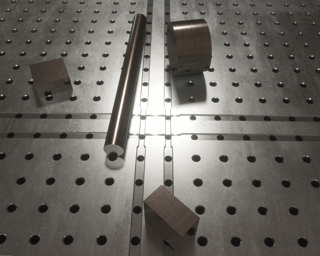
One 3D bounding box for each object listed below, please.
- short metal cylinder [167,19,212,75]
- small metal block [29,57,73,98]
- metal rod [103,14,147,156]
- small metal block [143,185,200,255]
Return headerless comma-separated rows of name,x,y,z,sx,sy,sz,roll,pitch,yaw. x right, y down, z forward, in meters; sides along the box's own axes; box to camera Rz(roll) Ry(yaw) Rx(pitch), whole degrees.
short metal cylinder,0.043,-0.124,0.477,0.050,0.080,0.080,-8,51,-7
small metal block,-0.165,-0.077,0.470,0.050,0.025,0.050,-17,52,-15
metal rod,-0.047,-0.087,0.479,0.025,0.025,0.300,3,50,2
small metal block,0.011,0.093,0.313,0.050,0.050,0.025,37,59,26
